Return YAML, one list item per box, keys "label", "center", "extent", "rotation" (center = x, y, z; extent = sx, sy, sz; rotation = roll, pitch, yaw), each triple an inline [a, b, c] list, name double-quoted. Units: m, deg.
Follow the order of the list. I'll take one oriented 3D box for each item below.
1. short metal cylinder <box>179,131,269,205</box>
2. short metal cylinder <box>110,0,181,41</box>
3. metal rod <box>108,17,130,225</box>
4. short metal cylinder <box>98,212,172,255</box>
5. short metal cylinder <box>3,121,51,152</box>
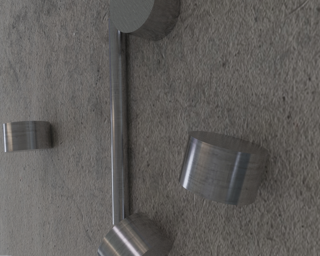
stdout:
- label: "short metal cylinder"
  center: [0.064, 0.038, 0.317]
  extent: [0.080, 0.081, 0.050]
  rotation: [20, 103, 38]
- label: "short metal cylinder"
  center: [-0.020, -0.159, 0.405]
  extent: [0.080, 0.050, 0.080]
  rotation: [0, 90, 40]
- label: "metal rod"
  center: [-0.060, -0.011, 0.454]
  extent: [0.025, 0.025, 0.298]
  rotation: [-2, 89, 40]
- label: "short metal cylinder"
  center: [-0.031, 0.156, 0.395]
  extent: [0.050, 0.081, 0.079]
  rotation: [39, 114, 33]
- label: "short metal cylinder"
  center: [-0.244, 0.017, 0.570]
  extent: [0.080, 0.081, 0.050]
  rotation: [-9, 84, 39]
